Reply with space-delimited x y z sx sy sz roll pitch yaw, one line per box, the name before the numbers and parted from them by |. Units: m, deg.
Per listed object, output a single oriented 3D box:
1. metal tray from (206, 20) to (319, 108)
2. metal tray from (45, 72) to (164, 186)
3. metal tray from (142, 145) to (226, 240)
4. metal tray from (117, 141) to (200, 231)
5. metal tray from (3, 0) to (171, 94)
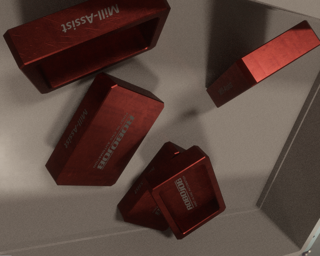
metal tray | 0.115 -0.069 0.371 0.090 0.130 0.030 -31 87 -8
metal tray | -0.062 0.008 0.362 0.090 0.030 0.129 16 111 -52
metal tray | 0.039 0.097 0.449 0.090 0.030 0.130 -31 129 -9
metal tray | 0.009 0.092 0.469 0.090 0.030 0.130 29 102 -38
metal tray | -0.061 -0.080 0.285 0.131 0.090 0.030 -26 88 -12
